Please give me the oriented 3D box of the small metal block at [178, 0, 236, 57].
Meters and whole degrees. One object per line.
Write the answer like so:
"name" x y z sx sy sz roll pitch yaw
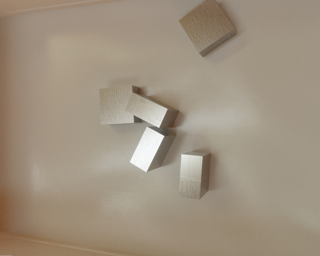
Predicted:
"small metal block" 0.060 -0.126 0.389 0.050 0.025 0.050 -32 80 17

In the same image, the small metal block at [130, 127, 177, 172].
"small metal block" -0.008 0.026 0.400 0.025 0.050 0.050 29 100 18

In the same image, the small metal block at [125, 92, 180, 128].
"small metal block" -0.009 -0.022 0.400 0.050 0.050 0.025 27 99 18

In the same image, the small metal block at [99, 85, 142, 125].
"small metal block" -0.055 -0.031 0.430 0.050 0.025 0.050 -3 89 20

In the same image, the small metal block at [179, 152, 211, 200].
"small metal block" 0.044 0.056 0.382 0.025 0.050 0.050 4 92 20
